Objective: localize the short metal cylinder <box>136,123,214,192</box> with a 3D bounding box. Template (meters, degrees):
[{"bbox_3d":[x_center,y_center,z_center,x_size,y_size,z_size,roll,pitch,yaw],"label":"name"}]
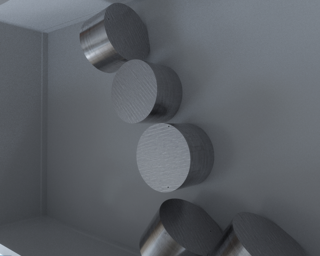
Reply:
[{"bbox_3d":[0.018,0.034,0.376,0.080,0.050,0.080,0,90,40],"label":"short metal cylinder"}]

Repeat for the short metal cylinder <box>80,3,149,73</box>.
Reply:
[{"bbox_3d":[-0.060,-0.120,0.421,0.050,0.081,0.080,-14,82,39],"label":"short metal cylinder"}]

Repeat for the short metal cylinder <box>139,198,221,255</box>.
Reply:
[{"bbox_3d":[0.024,0.127,0.351,0.080,0.081,0.050,44,116,31],"label":"short metal cylinder"}]

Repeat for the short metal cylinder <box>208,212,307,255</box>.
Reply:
[{"bbox_3d":[0.092,0.127,0.295,0.080,0.081,0.050,41,115,32],"label":"short metal cylinder"}]

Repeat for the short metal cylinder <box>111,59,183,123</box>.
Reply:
[{"bbox_3d":[-0.018,-0.046,0.405,0.080,0.050,0.080,0,90,40],"label":"short metal cylinder"}]
